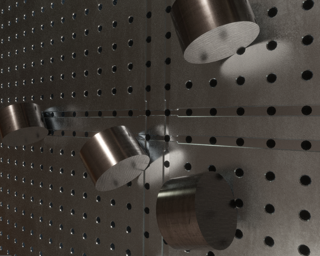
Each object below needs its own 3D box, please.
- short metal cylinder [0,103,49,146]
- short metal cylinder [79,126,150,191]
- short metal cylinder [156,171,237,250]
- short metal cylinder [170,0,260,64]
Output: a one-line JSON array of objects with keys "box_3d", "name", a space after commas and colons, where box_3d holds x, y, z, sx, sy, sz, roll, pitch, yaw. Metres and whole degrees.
[{"box_3d": [-0.258, -0.006, 0.582, 0.080, 0.081, 0.050, -35, 69, 34], "name": "short metal cylinder"}, {"box_3d": [-0.062, 0.042, 0.422, 0.080, 0.081, 0.050, -49, 61, 28], "name": "short metal cylinder"}, {"box_3d": [0.041, 0.091, 0.338, 0.050, 0.081, 0.080, -19, 78, 38], "name": "short metal cylinder"}, {"box_3d": [0.057, -0.109, 0.326, 0.080, 0.081, 0.050, -25, 74, 37], "name": "short metal cylinder"}]
